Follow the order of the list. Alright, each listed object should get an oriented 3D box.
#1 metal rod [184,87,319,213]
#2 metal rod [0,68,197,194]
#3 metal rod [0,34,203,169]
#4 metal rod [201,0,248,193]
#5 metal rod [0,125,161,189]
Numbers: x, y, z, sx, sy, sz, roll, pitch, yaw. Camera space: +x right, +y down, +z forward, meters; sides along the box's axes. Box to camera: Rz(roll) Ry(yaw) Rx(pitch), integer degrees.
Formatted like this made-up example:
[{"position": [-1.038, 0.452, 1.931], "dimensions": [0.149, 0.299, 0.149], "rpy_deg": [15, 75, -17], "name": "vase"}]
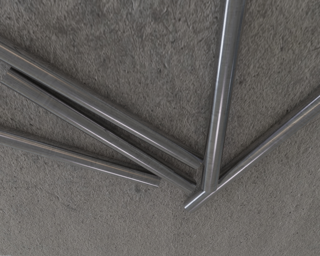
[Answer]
[{"position": [0.133, 0.037, 0.439], "dimensions": [0.025, 0.025, 0.298], "rpy_deg": [27, 125, -21], "name": "metal rod"}, {"position": [-0.063, 0.015, 0.418], "dimensions": [0.301, 0.025, 0.025], "rpy_deg": [34, 122, -26], "name": "metal rod"}, {"position": [-0.064, -0.022, 0.387], "dimensions": [0.301, 0.025, 0.025], "rpy_deg": [31, 124, -24], "name": "metal rod"}, {"position": [0.073, -0.031, 0.372], "dimensions": [0.025, 0.025, 0.298], "rpy_deg": [0, 128, 0], "name": "metal rod"}, {"position": [-0.140, 0.034, 0.434], "dimensions": [0.302, 0.025, 0.025], "rpy_deg": [19, 128, -16], "name": "metal rod"}]
